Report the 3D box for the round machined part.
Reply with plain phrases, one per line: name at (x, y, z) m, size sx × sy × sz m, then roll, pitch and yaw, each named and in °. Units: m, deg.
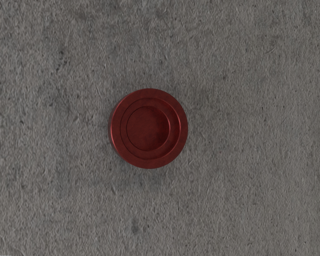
round machined part at (-0.017, 0.001, 0.393) m, size 0.099 × 0.042 × 0.097 m, roll 0°, pitch 90°, yaw -20°
